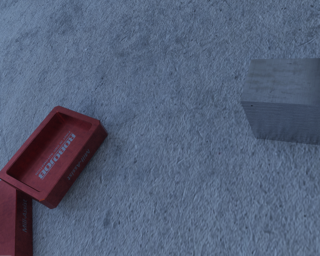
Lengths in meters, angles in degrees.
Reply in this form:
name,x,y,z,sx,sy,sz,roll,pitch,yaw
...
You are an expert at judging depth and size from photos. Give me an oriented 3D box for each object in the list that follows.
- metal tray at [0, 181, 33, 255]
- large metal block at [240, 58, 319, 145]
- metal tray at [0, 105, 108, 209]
name,x,y,z,sx,sy,sz,roll,pitch,yaw
metal tray,-0.224,0.139,0.430,0.090,0.030,0.130,-27,53,11
large metal block,0.135,-0.025,0.313,0.080,0.080,0.050,6,65,30
metal tray,-0.146,0.035,0.432,0.090,0.030,0.130,19,62,26
